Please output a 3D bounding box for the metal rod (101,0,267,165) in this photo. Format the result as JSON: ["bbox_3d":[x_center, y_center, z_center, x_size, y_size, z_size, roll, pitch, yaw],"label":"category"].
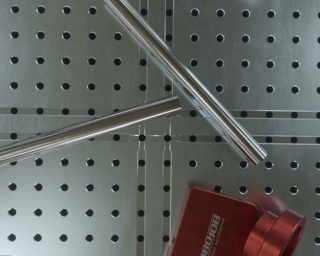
[{"bbox_3d":[0.032,-0.069,0.413,0.025,0.025,0.300,-43,91,0],"label":"metal rod"}]

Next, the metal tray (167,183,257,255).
[{"bbox_3d":[0.065,0.149,0.412,0.090,0.030,0.129,17,90,-1],"label":"metal tray"}]

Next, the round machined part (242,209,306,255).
[{"bbox_3d":[0.140,0.145,0.389,0.042,0.098,0.098,26,90,36],"label":"round machined part"}]

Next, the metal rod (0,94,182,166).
[{"bbox_3d":[-0.119,0.009,0.411,0.302,0.025,0.025,-17,90,-1],"label":"metal rod"}]
